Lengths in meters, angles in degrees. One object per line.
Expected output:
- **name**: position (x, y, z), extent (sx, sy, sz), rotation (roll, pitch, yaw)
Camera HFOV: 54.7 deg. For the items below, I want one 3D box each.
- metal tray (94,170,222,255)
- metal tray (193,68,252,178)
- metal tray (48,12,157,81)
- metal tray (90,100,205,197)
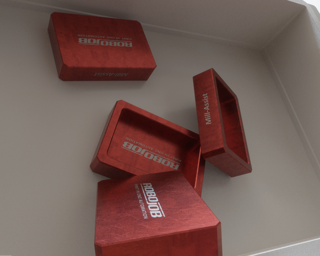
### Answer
- **metal tray**: position (-0.010, 0.077, 0.278), extent (0.091, 0.130, 0.030), rotation (-6, 101, -10)
- **metal tray**: position (0.086, -0.007, 0.428), extent (0.090, 0.030, 0.130), rotation (35, 43, -45)
- **metal tray**: position (-0.079, -0.111, 0.429), extent (0.131, 0.030, 0.090), rotation (-6, 65, -31)
- **metal tray**: position (-0.008, 0.031, 0.380), extent (0.131, 0.030, 0.090), rotation (24, 53, -14)
